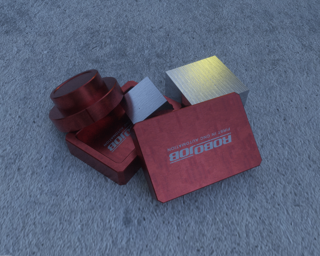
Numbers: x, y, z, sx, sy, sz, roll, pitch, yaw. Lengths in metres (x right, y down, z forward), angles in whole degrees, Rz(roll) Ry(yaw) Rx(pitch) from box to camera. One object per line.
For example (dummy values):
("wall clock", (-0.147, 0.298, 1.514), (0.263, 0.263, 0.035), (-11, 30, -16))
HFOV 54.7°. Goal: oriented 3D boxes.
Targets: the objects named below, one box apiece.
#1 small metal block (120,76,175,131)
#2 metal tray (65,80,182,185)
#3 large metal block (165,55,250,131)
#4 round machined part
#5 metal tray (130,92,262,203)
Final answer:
("small metal block", (-0.018, -0.030, 0.400), (0.050, 0.025, 0.050), (-39, 58, 4))
("metal tray", (-0.042, 0.000, 0.400), (0.090, 0.030, 0.131), (28, 55, 21))
("large metal block", (0.061, -0.047, 0.429), (0.081, 0.050, 0.080), (-21, 53, -17))
("round machined part", (-0.100, -0.041, 0.400), (0.098, 0.042, 0.098), (-20, 29, 12))
("metal tray", (0.041, 0.020, 0.355), (0.131, 0.030, 0.090), (-18, 89, -14))
